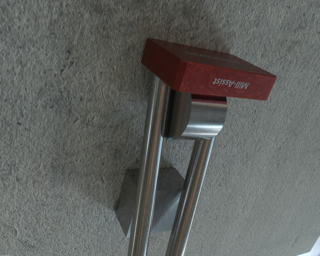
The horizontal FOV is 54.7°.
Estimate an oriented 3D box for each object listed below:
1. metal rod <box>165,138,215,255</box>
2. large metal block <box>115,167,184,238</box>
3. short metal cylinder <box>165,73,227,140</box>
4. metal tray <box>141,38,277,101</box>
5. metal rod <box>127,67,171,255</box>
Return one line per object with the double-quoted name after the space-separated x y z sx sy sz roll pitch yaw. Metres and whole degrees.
0.047 0.068 0.418 0.025 0.025 0.298 9 99 -33 "metal rod"
-0.012 0.106 0.450 0.081 0.050 0.079 2 118 -30 "large metal block"
0.036 -0.025 0.379 0.050 0.080 0.079 2 118 -30 "short metal cylinder"
0.055 -0.067 0.356 0.131 0.090 0.030 2 117 -30 "metal tray"
-0.015 0.065 0.383 0.025 0.025 0.298 2 102 -30 "metal rod"
